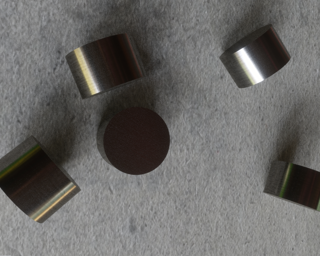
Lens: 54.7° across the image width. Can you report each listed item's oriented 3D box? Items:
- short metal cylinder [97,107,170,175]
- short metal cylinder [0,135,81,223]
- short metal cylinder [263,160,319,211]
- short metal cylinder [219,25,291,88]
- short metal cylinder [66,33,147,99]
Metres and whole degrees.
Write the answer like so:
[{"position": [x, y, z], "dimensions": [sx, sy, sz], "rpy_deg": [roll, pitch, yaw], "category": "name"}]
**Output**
[{"position": [-0.034, 0.015, 0.384], "dimensions": [0.081, 0.050, 0.079], "rpy_deg": [0, 90, -21], "category": "short metal cylinder"}, {"position": [-0.131, 0.054, 0.332], "dimensions": [0.050, 0.080, 0.080], "rpy_deg": [-41, 104, -15], "category": "short metal cylinder"}, {"position": [0.200, 0.085, 0.456], "dimensions": [0.080, 0.080, 0.050], "rpy_deg": [22, 83, -19], "category": "short metal cylinder"}, {"position": [0.130, -0.099, 0.429], "dimensions": [0.080, 0.080, 0.050], "rpy_deg": [-40, 103, -16], "category": "short metal cylinder"}, {"position": [-0.061, -0.070, 0.358], "dimensions": [0.081, 0.080, 0.050], "rpy_deg": [-23, 98, -19], "category": "short metal cylinder"}]
